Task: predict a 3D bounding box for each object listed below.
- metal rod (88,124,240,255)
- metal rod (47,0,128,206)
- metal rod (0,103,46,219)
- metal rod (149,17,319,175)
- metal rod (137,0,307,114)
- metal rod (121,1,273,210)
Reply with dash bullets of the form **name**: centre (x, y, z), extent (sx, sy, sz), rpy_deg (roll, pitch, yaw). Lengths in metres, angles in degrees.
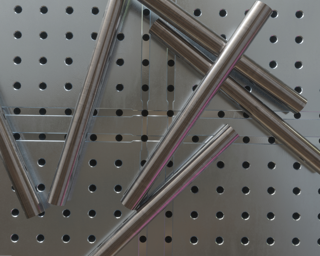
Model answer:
- **metal rod**: centre (-0.011, 0.107, 0.413), extent (0.300, 0.025, 0.025), rpy_deg (-44, 90, 0)
- **metal rod**: centre (-0.094, -0.044, 0.412), extent (0.025, 0.025, 0.299), rpy_deg (17, 90, 0)
- **metal rod**: centre (-0.223, -0.023, 0.411), extent (0.025, 0.025, 0.299), rpy_deg (-23, 90, 0)
- **metal rod**: centre (0.109, -0.041, 0.413), extent (0.300, 0.025, 0.025), rpy_deg (40, 90, 0)
- **metal rod**: centre (0.064, -0.114, 0.401), extent (0.301, 0.025, 0.025), rpy_deg (34, 90, -5)
- **metal rod**: centre (0.041, -0.021, 0.391), extent (0.025, 0.025, 0.299), rpy_deg (34, 99, 0)
